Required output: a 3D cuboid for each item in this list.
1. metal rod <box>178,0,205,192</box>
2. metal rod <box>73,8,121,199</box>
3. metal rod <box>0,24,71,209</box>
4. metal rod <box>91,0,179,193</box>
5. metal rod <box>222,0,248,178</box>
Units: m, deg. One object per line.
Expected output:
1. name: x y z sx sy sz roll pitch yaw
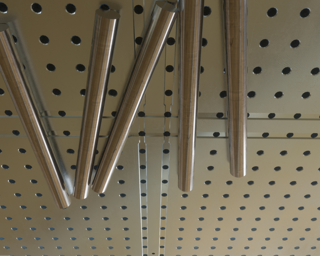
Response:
1. metal rod: 0.036 -0.022 0.393 0.025 0.025 0.298 -2 130 1
2. metal rod: -0.090 -0.005 0.405 0.025 0.025 0.298 11 129 -10
3. metal rod: -0.165 0.010 0.417 0.025 0.025 0.298 -2 130 1
4. metal rod: -0.044 -0.014 0.398 0.025 0.025 0.298 15 128 -13
5. metal rod: 0.093 -0.046 0.373 0.025 0.025 0.298 -8 130 6
